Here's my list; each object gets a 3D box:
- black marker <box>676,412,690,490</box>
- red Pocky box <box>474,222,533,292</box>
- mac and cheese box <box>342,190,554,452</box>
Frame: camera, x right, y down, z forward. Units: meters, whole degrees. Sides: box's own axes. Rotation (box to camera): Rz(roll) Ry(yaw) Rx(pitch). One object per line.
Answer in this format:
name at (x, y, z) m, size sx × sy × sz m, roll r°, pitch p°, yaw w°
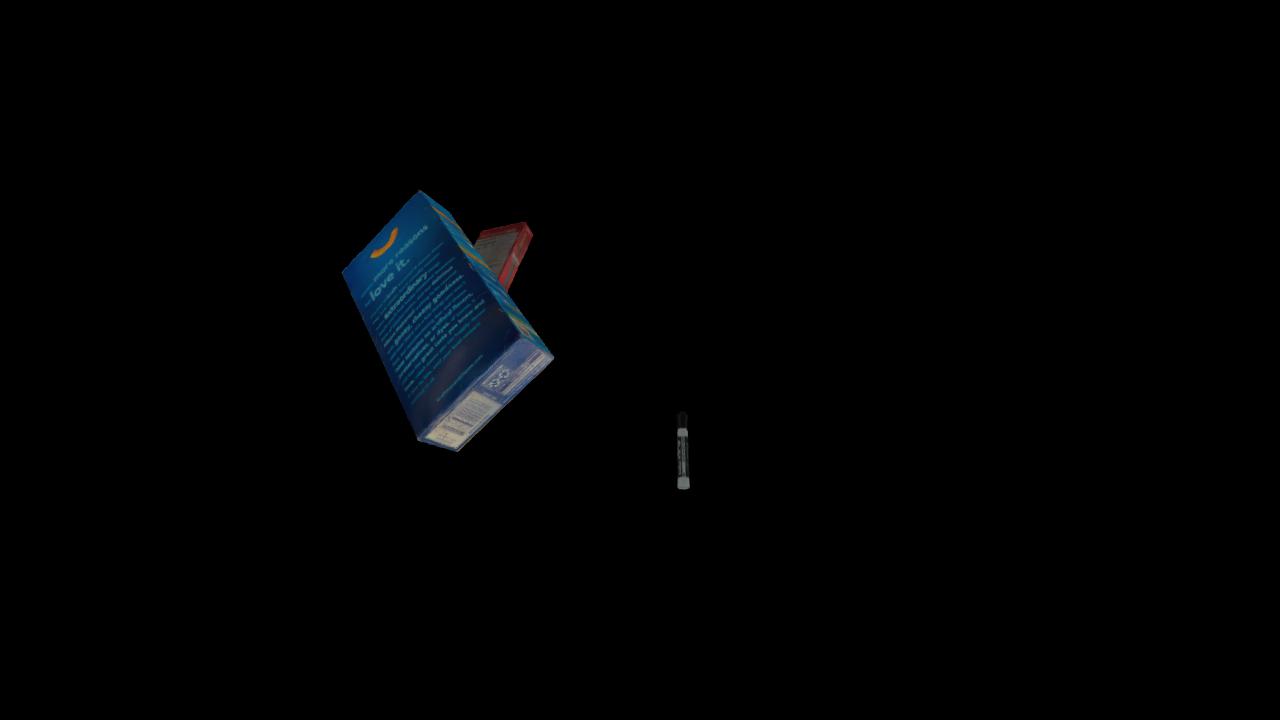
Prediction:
black marker at (0.066, 0.138, 0.950) m, size 0.020 × 0.121 × 0.020 m, roll 0°, pitch -24°, yaw 0°
red Pocky box at (-0.210, -0.129, 0.862) m, size 0.083 × 0.155 × 0.028 m, roll -6°, pitch -40°, yaw 25°
mac and cheese box at (-0.141, -0.034, 0.426) m, size 0.184 × 0.093 × 0.041 m, roll 51°, pitch 9°, yaw 35°
